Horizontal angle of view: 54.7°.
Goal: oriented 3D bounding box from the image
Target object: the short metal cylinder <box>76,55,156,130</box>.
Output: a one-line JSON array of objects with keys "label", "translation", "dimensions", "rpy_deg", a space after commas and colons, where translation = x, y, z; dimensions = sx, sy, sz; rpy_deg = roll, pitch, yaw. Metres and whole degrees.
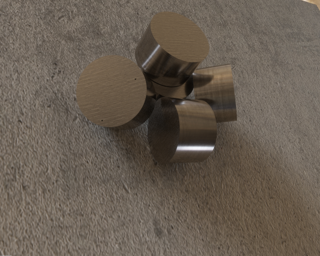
[{"label": "short metal cylinder", "translation": [-0.049, -0.039, 0.362], "dimensions": [0.080, 0.050, 0.080], "rpy_deg": [-1, 85, 10]}]

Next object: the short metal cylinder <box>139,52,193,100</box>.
[{"label": "short metal cylinder", "translation": [0.000, -0.060, 0.428], "dimensions": [0.081, 0.050, 0.080], "rpy_deg": [14, 56, -21]}]

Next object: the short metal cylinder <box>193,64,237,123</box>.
[{"label": "short metal cylinder", "translation": [0.078, -0.047, 0.435], "dimensions": [0.050, 0.080, 0.080], "rpy_deg": [-7, 58, 12]}]

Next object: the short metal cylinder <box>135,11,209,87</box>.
[{"label": "short metal cylinder", "translation": [0.015, -0.100, 0.395], "dimensions": [0.081, 0.050, 0.080], "rpy_deg": [14, 56, -21]}]

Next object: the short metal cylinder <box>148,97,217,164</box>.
[{"label": "short metal cylinder", "translation": [0.025, 0.003, 0.382], "dimensions": [0.050, 0.080, 0.080], "rpy_deg": [2, 61, -28]}]
